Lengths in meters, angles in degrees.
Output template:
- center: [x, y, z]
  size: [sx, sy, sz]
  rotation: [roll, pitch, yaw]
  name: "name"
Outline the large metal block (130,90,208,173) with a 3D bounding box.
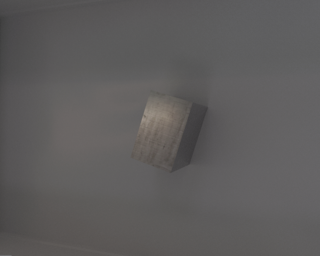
- center: [0.014, 0.003, 0.376]
  size: [0.050, 0.080, 0.080]
  rotation: [19, 97, 19]
  name: "large metal block"
